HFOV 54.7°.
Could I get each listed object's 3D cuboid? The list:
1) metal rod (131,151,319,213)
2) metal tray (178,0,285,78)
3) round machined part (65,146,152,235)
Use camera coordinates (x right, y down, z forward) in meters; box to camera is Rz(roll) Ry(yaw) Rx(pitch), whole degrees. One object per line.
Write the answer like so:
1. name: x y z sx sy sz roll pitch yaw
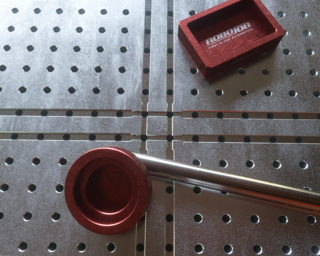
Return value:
1. metal rod: 0.109 0.073 0.385 0.302 0.025 0.025 12 71 4
2. metal tray: 0.104 -0.140 0.460 0.131 0.030 0.090 -26 72 -9
3. round machined part: -0.057 0.070 0.365 0.098 0.042 0.097 0 90 10
